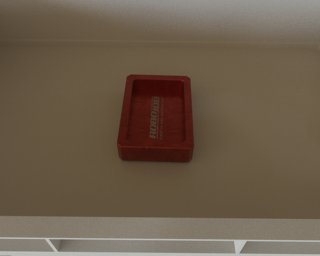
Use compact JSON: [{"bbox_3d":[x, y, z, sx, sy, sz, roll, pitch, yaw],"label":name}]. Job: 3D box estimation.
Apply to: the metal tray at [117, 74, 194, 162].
[{"bbox_3d":[-0.004,-0.017,0.412,0.091,0.030,0.130,2,50,0],"label":"metal tray"}]
